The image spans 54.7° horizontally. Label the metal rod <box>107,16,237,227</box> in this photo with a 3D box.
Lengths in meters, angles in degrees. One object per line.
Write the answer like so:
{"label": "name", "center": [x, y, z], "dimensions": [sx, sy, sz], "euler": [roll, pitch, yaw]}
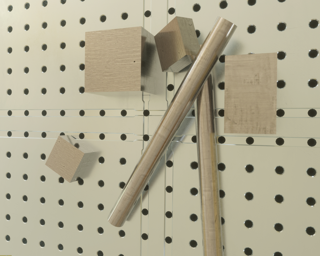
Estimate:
{"label": "metal rod", "center": [0.007, 0.005, 0.392], "dimensions": [0.025, 0.025, 0.298], "euler": [34, 108, 16]}

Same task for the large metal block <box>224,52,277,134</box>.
{"label": "large metal block", "center": [0.104, -0.034, 0.347], "dimensions": [0.050, 0.080, 0.080], "euler": [1, 90, 20]}

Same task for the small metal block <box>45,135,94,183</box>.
{"label": "small metal block", "center": [-0.134, 0.045, 0.460], "dimensions": [0.050, 0.025, 0.050], "euler": [31, 100, 17]}

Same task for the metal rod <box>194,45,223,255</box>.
{"label": "metal rod", "center": [0.060, 0.046, 0.391], "dimensions": [0.025, 0.025, 0.298], "euler": [-4, 89, 20]}

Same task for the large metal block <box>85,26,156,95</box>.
{"label": "large metal block", "center": [-0.053, -0.086, 0.418], "dimensions": [0.080, 0.050, 0.080], "euler": [1, 90, 20]}

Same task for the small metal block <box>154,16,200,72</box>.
{"label": "small metal block", "center": [0.021, -0.104, 0.390], "dimensions": [0.050, 0.025, 0.050], "euler": [-25, 74, 53]}
